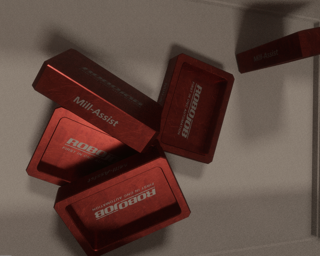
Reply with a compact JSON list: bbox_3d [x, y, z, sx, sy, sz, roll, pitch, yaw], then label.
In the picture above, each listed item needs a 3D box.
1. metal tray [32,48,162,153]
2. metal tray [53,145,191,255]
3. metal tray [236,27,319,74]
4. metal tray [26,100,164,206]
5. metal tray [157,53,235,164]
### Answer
[{"bbox_3d":[-0.061,-0.034,0.345,0.130,0.090,0.030,32,110,-11],"label":"metal tray"},{"bbox_3d":[-0.041,0.086,0.357,0.131,0.030,0.090,-24,114,-1],"label":"metal tray"},{"bbox_3d":[0.180,-0.107,0.423,0.091,0.130,0.030,-16,96,-20],"label":"metal tray"},{"bbox_3d":[-0.074,0.033,0.363,0.131,0.030,0.090,25,105,-19],"label":"metal tray"},{"bbox_3d":[0.042,-0.025,0.424,0.091,0.030,0.129,18,84,-20],"label":"metal tray"}]
